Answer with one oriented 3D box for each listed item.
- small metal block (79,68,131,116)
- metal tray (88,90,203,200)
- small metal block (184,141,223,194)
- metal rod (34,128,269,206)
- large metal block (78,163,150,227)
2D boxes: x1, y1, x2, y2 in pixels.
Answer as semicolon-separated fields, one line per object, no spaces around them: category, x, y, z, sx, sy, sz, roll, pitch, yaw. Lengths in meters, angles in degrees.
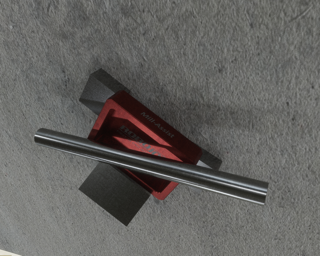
small metal block;-0.075;-0.044;0.419;0.050;0.025;0.050;38;129;2
metal tray;-0.023;0.024;0.397;0.130;0.030;0.089;37;129;2
small metal block;0.047;0.053;0.415;0.050;0.025;0.050;33;129;6
metal rod;-0.027;0.040;0.375;0.301;0.025;0.025;12;123;21
large metal block;-0.059;0.087;0.445;0.080;0.080;0.050;37;87;3
